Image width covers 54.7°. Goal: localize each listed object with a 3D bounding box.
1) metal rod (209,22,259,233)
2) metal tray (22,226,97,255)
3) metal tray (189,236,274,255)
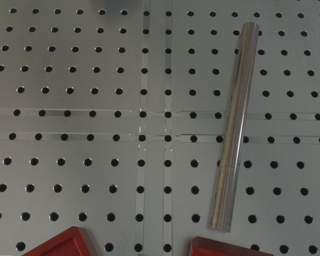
[{"bbox_3d":[0.104,-0.015,0.418,0.025,0.025,0.299,12,70,4],"label":"metal rod"},{"bbox_3d":[-0.101,0.188,0.339,0.090,0.030,0.130,-29,73,-11],"label":"metal tray"},{"bbox_3d":[0.065,0.188,0.316,0.090,0.030,0.129,12,91,5],"label":"metal tray"}]
